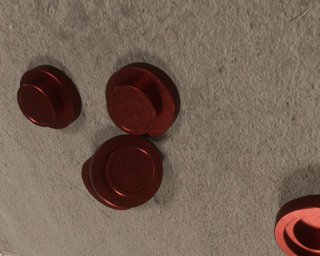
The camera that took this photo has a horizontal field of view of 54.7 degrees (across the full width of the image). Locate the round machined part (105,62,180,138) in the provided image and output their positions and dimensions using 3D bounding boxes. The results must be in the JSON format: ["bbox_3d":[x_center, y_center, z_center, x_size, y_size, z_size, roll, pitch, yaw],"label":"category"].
[{"bbox_3d":[-0.028,-0.029,0.391,0.098,0.042,0.097,13,124,20],"label":"round machined part"}]

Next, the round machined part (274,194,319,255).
[{"bbox_3d":[0.190,0.119,0.369,0.098,0.042,0.097,13,124,20],"label":"round machined part"}]

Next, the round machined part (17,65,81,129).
[{"bbox_3d":[-0.170,-0.040,0.458,0.098,0.042,0.097,13,124,20],"label":"round machined part"}]

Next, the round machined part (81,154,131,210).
[{"bbox_3d":[-0.068,0.075,0.476,0.098,0.042,0.097,13,124,20],"label":"round machined part"}]

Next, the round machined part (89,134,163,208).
[{"bbox_3d":[-0.041,0.056,0.410,0.098,0.098,0.042,50,158,-7],"label":"round machined part"}]
